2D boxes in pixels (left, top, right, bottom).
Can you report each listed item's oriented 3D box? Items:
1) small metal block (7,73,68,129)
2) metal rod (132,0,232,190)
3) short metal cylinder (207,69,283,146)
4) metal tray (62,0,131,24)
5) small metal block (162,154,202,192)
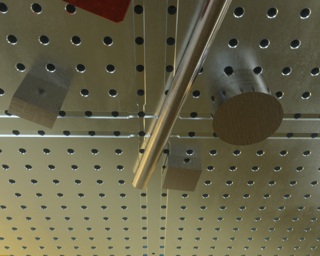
[{"bbox_3d":[-0.142,-0.032,0.366,0.050,0.050,0.025,23,126,-19],"label":"small metal block"},{"bbox_3d":[0.014,-0.022,0.392,0.025,0.025,0.298,13,129,-12],"label":"metal rod"},{"bbox_3d":[0.101,-0.025,0.376,0.081,0.050,0.079,0,130,0],"label":"short metal cylinder"},{"bbox_3d":[-0.079,-0.161,0.270,0.131,0.030,0.089,19,128,-16],"label":"metal tray"},{"bbox_3d":[0.032,0.069,0.471,0.050,0.025,0.050,7,130,-7],"label":"small metal block"}]
